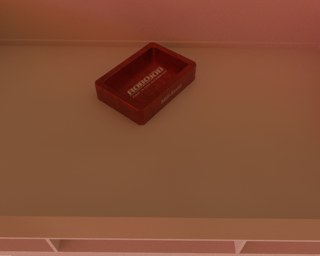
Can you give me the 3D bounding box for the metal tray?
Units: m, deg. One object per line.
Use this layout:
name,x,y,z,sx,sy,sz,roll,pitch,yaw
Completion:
metal tray,-0.019,-0.071,0.461,0.090,0.030,0.131,32,57,23
